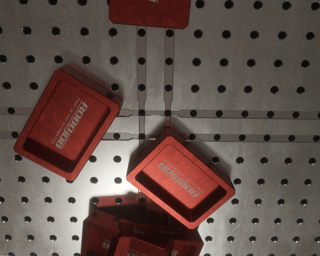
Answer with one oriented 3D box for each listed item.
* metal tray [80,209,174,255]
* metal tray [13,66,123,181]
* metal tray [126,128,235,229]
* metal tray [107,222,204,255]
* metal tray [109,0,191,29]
[{"bbox_3d":[-0.051,0.183,0.454,0.130,0.030,0.089,15,111,16],"label":"metal tray"},{"bbox_3d":[-0.120,-0.004,0.407,0.090,0.030,0.129,32,107,-12],"label":"metal tray"},{"bbox_3d":[0.029,0.074,0.438,0.130,0.030,0.090,41,105,-14],"label":"metal tray"},{"bbox_3d":[-0.010,0.191,0.465,0.131,0.030,0.089,11,110,-19],"label":"metal tray"},{"bbox_3d":[-0.008,-0.181,0.344,0.091,0.030,0.129,4,110,-2],"label":"metal tray"}]
